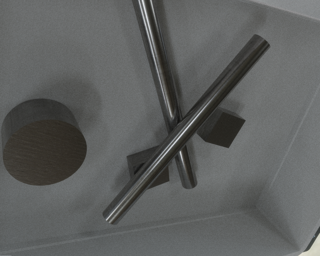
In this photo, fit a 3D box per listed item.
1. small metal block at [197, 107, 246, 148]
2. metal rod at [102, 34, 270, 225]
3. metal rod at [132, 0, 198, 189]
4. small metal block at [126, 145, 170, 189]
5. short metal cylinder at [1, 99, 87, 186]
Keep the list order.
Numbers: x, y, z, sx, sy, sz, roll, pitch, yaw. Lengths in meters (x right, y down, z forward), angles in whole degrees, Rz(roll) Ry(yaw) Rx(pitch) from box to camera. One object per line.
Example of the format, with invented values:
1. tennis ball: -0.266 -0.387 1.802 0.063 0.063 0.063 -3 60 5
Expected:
1. small metal block: 0.091 -0.002 0.459 0.050 0.025 0.050 16 110 -35
2. metal rod: 0.029 0.007 0.396 0.025 0.025 0.299 34 100 -39
3. metal rod: 0.014 -0.028 0.400 0.025 0.025 0.298 -26 128 -13
4. small metal block: -0.016 0.058 0.437 0.050 0.025 0.050 -18 126 -18
5. short metal cylinder: -0.125 0.015 0.334 0.081 0.050 0.079 -14 125 -21
